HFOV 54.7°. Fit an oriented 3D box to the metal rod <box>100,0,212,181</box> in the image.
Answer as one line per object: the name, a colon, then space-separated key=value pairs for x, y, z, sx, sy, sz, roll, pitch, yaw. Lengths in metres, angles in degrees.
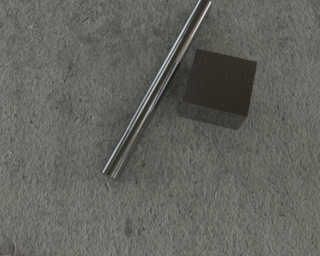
metal rod: x=0.003 y=-0.066 z=0.432 sx=0.025 sy=0.025 sz=0.300 roll=25 pitch=72 yaw=8

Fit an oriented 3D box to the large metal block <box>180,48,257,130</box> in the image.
large metal block: x=0.077 y=-0.051 z=0.414 sx=0.080 sy=0.050 sz=0.080 roll=14 pitch=71 yaw=4
